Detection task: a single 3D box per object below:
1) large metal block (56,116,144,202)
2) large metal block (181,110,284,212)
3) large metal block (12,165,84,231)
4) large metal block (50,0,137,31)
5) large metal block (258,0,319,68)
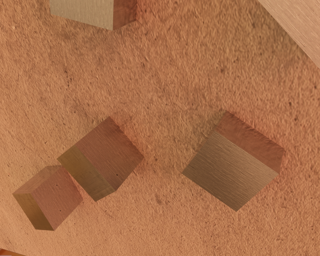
[{"bbox_3d":[-0.082,0.043,0.441,0.050,0.080,0.080,-33,100,38],"label":"large metal block"},{"bbox_3d":[0.086,0.040,0.370,0.080,0.050,0.079,35,129,5],"label":"large metal block"},{"bbox_3d":[-0.196,0.122,0.551,0.050,0.080,0.080,-9,114,32],"label":"large metal block"},{"bbox_3d":[-0.070,-0.158,0.330,0.080,0.050,0.079,20,126,16],"label":"large metal block"},{"bbox_3d":[0.142,-0.107,0.249,0.080,0.050,0.080,46,129,-4],"label":"large metal block"}]
